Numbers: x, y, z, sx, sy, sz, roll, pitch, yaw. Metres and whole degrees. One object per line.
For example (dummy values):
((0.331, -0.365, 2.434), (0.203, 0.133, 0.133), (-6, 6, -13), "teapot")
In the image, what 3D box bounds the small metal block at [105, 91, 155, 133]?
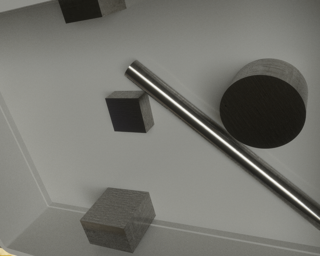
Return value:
((-0.040, -0.022, 0.414), (0.050, 0.025, 0.050), (3, 120, 26), "small metal block")

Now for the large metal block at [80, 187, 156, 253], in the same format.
((-0.064, 0.143, 0.494), (0.080, 0.080, 0.050), (0, 119, 28), "large metal block")

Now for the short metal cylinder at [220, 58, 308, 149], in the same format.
((0.108, -0.026, 0.320), (0.080, 0.050, 0.079), (13, 124, 20), "short metal cylinder")

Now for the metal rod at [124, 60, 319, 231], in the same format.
((0.082, 0.020, 0.377), (0.300, 0.025, 0.025), (39, 129, 1), "metal rod")

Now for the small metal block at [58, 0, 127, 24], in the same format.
((-0.074, -0.138, 0.345), (0.050, 0.050, 0.025), (1, 119, 27), "small metal block")
